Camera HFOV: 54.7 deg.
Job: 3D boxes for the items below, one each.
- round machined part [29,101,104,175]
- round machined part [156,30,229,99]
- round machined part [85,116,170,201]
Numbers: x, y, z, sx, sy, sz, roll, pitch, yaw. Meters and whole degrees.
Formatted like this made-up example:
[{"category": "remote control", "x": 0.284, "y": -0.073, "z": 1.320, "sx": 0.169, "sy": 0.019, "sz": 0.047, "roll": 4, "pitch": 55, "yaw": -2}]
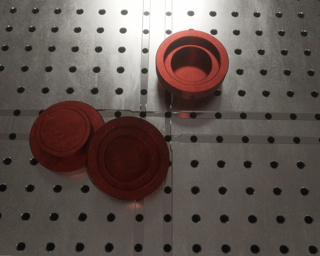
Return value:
[{"category": "round machined part", "x": -0.119, "y": 0.009, "z": 0.398, "sx": 0.099, "sy": 0.042, "sz": 0.098, "roll": 0, "pitch": 70, "yaw": -1}, {"category": "round machined part", "x": 0.043, "y": -0.084, "z": 0.434, "sx": 0.099, "sy": 0.042, "sz": 0.098, "roll": 0, "pitch": 70, "yaw": -1}, {"category": "round machined part", "x": -0.041, "y": 0.038, "z": 0.377, "sx": 0.099, "sy": 0.042, "sz": 0.098, "roll": 4, "pitch": 78, "yaw": -20}]
